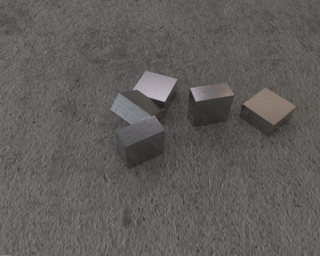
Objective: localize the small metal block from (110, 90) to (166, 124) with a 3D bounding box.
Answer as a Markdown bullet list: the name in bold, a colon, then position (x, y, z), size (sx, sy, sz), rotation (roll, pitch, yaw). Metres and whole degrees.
- **small metal block**: position (-0.027, -0.024, 0.401), size (0.050, 0.025, 0.050), rotation (35, 22, 12)

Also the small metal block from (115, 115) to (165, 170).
- **small metal block**: position (-0.023, 0.018, 0.371), size (0.050, 0.050, 0.025), rotation (-23, 57, -18)

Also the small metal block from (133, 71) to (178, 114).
- **small metal block**: position (-0.007, -0.052, 0.447), size (0.050, 0.025, 0.050), rotation (17, 52, 14)

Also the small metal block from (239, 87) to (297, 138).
- **small metal block**: position (0.146, -0.022, 0.423), size (0.050, 0.025, 0.050), rotation (-34, 58, -25)

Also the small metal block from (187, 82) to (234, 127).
- **small metal block**: position (0.066, -0.030, 0.413), size (0.050, 0.050, 0.025), rotation (-10, 51, -8)
